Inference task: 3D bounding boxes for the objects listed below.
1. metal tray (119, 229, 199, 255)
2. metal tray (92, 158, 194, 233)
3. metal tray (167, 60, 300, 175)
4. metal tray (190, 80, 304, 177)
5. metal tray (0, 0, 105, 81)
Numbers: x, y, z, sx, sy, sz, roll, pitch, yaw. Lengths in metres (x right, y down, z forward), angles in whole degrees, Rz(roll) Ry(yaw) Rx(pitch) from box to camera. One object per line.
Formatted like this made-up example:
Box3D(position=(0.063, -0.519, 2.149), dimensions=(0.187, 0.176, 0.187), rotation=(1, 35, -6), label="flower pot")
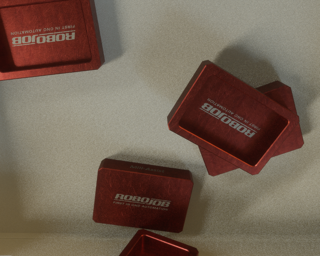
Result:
Box3D(position=(-0.016, 0.189, 0.379), dimensions=(0.090, 0.131, 0.030), rotation=(12, 117, 23), label="metal tray")
Box3D(position=(-0.025, 0.098, 0.445), dimensions=(0.131, 0.030, 0.089), rotation=(9, 110, -4), label="metal tray")
Box3D(position=(0.086, -0.011, 0.373), dimensions=(0.131, 0.030, 0.090), rotation=(29, 107, -11), label="metal tray")
Box3D(position=(0.113, 0.002, 0.411), dimensions=(0.131, 0.030, 0.090), rotation=(-20, 109, 6), label="metal tray")
Box3D(position=(-0.139, -0.109, 0.366), dimensions=(0.131, 0.030, 0.089), rotation=(-6, 110, 2), label="metal tray")
